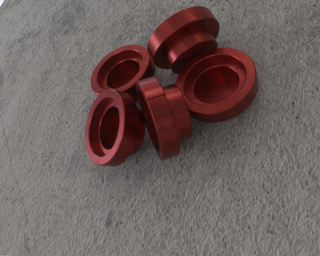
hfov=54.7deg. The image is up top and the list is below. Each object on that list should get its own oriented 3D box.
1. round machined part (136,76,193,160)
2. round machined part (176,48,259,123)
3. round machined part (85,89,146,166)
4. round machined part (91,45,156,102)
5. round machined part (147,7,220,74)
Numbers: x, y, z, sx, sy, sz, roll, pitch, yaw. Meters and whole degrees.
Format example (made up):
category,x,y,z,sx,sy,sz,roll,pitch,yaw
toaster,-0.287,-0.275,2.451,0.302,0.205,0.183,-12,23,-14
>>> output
category,x,y,z,sx,sy,sz,roll,pitch,yaw
round machined part,0.007,-0.014,0.367,0.042,0.098,0.098,-18,52,-8
round machined part,0.072,-0.048,0.384,0.098,0.042,0.098,-13,56,20
round machined part,-0.056,0.001,0.404,0.098,0.042,0.098,-14,71,48
round machined part,-0.050,-0.074,0.462,0.098,0.042,0.098,-14,52,19
round machined part,0.036,-0.108,0.409,0.098,0.098,0.042,-31,73,8
